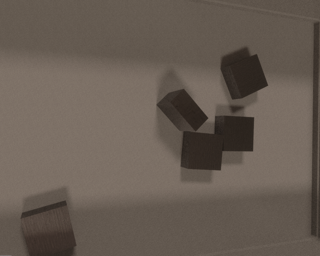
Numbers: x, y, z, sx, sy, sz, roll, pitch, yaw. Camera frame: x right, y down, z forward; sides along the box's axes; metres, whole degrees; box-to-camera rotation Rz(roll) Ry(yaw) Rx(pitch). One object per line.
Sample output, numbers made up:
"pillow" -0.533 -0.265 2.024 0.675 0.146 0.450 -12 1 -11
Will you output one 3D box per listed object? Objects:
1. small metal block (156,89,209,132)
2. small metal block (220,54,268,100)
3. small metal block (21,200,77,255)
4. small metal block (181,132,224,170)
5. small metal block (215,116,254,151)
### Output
"small metal block" 0.028 -0.022 0.409 0.025 0.050 0.050 -46 105 -14
"small metal block" 0.125 -0.075 0.458 0.050 0.025 0.050 -25 99 -19
"small metal block" -0.130 0.119 0.363 0.050 0.025 0.050 -13 95 -20
"small metal block" 0.059 0.032 0.434 0.050 0.025 0.050 6 88 -20
"small metal block" 0.108 0.008 0.452 0.050 0.025 0.050 2 89 -21
